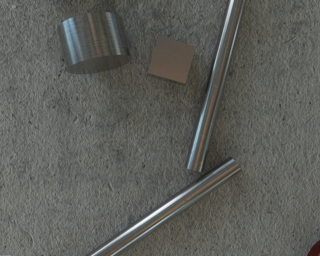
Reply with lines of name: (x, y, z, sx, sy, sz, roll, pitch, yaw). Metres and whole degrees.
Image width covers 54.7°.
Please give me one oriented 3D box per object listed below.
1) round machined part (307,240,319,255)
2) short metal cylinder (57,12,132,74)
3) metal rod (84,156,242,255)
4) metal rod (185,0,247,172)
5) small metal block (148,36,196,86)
round machined part: (0.237, 0.186, 0.405, 0.099, 0.042, 0.097, 0, 90, -1)
short metal cylinder: (-0.079, -0.102, 0.381, 0.080, 0.080, 0.050, -13, 90, 0)
metal rod: (-0.024, 0.133, 0.409, 0.301, 0.025, 0.025, -34, 90, -1)
metal rod: (0.082, -0.090, 0.411, 0.025, 0.025, 0.298, 14, 90, -1)
small metal block: (0.015, -0.088, 0.410, 0.050, 0.025, 0.050, 16, 90, -1)
